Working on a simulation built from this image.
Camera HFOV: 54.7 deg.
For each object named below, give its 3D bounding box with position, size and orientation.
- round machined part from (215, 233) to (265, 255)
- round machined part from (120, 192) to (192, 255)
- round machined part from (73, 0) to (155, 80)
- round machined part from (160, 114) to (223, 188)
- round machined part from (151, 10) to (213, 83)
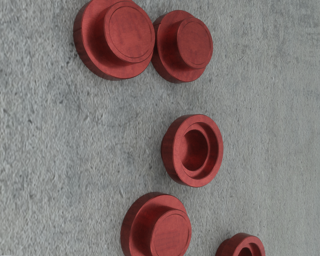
[{"bbox_3d":[0.124,0.218,0.498,0.099,0.042,0.097,0,90,-40],"label":"round machined part"},{"bbox_3d":[0.002,0.134,0.396,0.099,0.042,0.097,0,90,-40],"label":"round machined part"},{"bbox_3d":[-0.045,-0.105,0.356,0.099,0.042,0.097,0,90,-40],"label":"round machined part"},{"bbox_3d":[0.040,0.030,0.427,0.099,0.042,0.097,0,90,-40],"label":"round machined part"},{"bbox_3d":[0.035,-0.112,0.422,0.099,0.042,0.097,0,90,-40],"label":"round machined part"}]
